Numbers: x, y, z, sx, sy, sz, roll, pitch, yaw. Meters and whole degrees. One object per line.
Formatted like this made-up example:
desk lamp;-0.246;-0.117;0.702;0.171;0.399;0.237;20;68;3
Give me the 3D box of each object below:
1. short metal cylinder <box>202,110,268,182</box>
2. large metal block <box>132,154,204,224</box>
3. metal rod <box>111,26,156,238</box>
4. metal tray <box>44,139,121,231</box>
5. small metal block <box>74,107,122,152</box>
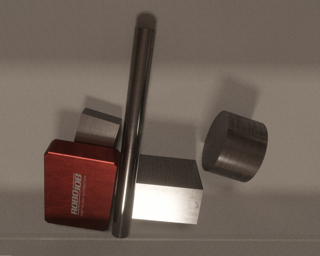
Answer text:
short metal cylinder;0.092;0.023;0.392;0.050;0.080;0.079;18;109;-7
large metal block;0.008;0.078;0.411;0.081;0.080;0.050;6;110;-3
metal rod;-0.039;0.020;0.418;0.025;0.025;0.298;8;110;-3
metal tray;-0.108;0.082;0.423;0.091;0.030;0.129;10;122;-4
small metal block;-0.083;0.006;0.413;0.050;0.025;0.050;17;109;-7
